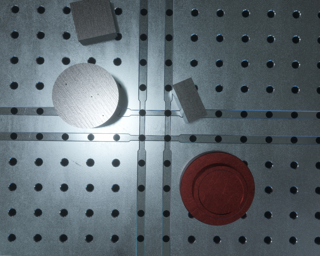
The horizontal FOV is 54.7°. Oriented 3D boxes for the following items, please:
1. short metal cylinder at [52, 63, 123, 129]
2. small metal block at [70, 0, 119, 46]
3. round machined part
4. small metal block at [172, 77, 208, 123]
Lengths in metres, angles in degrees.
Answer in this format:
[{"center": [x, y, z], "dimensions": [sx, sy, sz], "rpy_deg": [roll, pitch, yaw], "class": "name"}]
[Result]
[{"center": [-0.091, -0.039, 0.400], "dimensions": [0.081, 0.050, 0.079], "rpy_deg": [0, 90, -1], "class": "short metal cylinder"}, {"center": [-0.087, -0.143, 0.412], "dimensions": [0.050, 0.025, 0.050], "rpy_deg": [-13, 90, -1], "class": "small metal block"}, {"center": [0.076, 0.080, 0.406], "dimensions": [0.099, 0.042, 0.097], "rpy_deg": [0, 90, -1], "class": "round machined part"}, {"center": [0.036, -0.034, 0.401], "dimensions": [0.025, 0.050, 0.050], "rpy_deg": [-23, 90, 0], "class": "small metal block"}]
